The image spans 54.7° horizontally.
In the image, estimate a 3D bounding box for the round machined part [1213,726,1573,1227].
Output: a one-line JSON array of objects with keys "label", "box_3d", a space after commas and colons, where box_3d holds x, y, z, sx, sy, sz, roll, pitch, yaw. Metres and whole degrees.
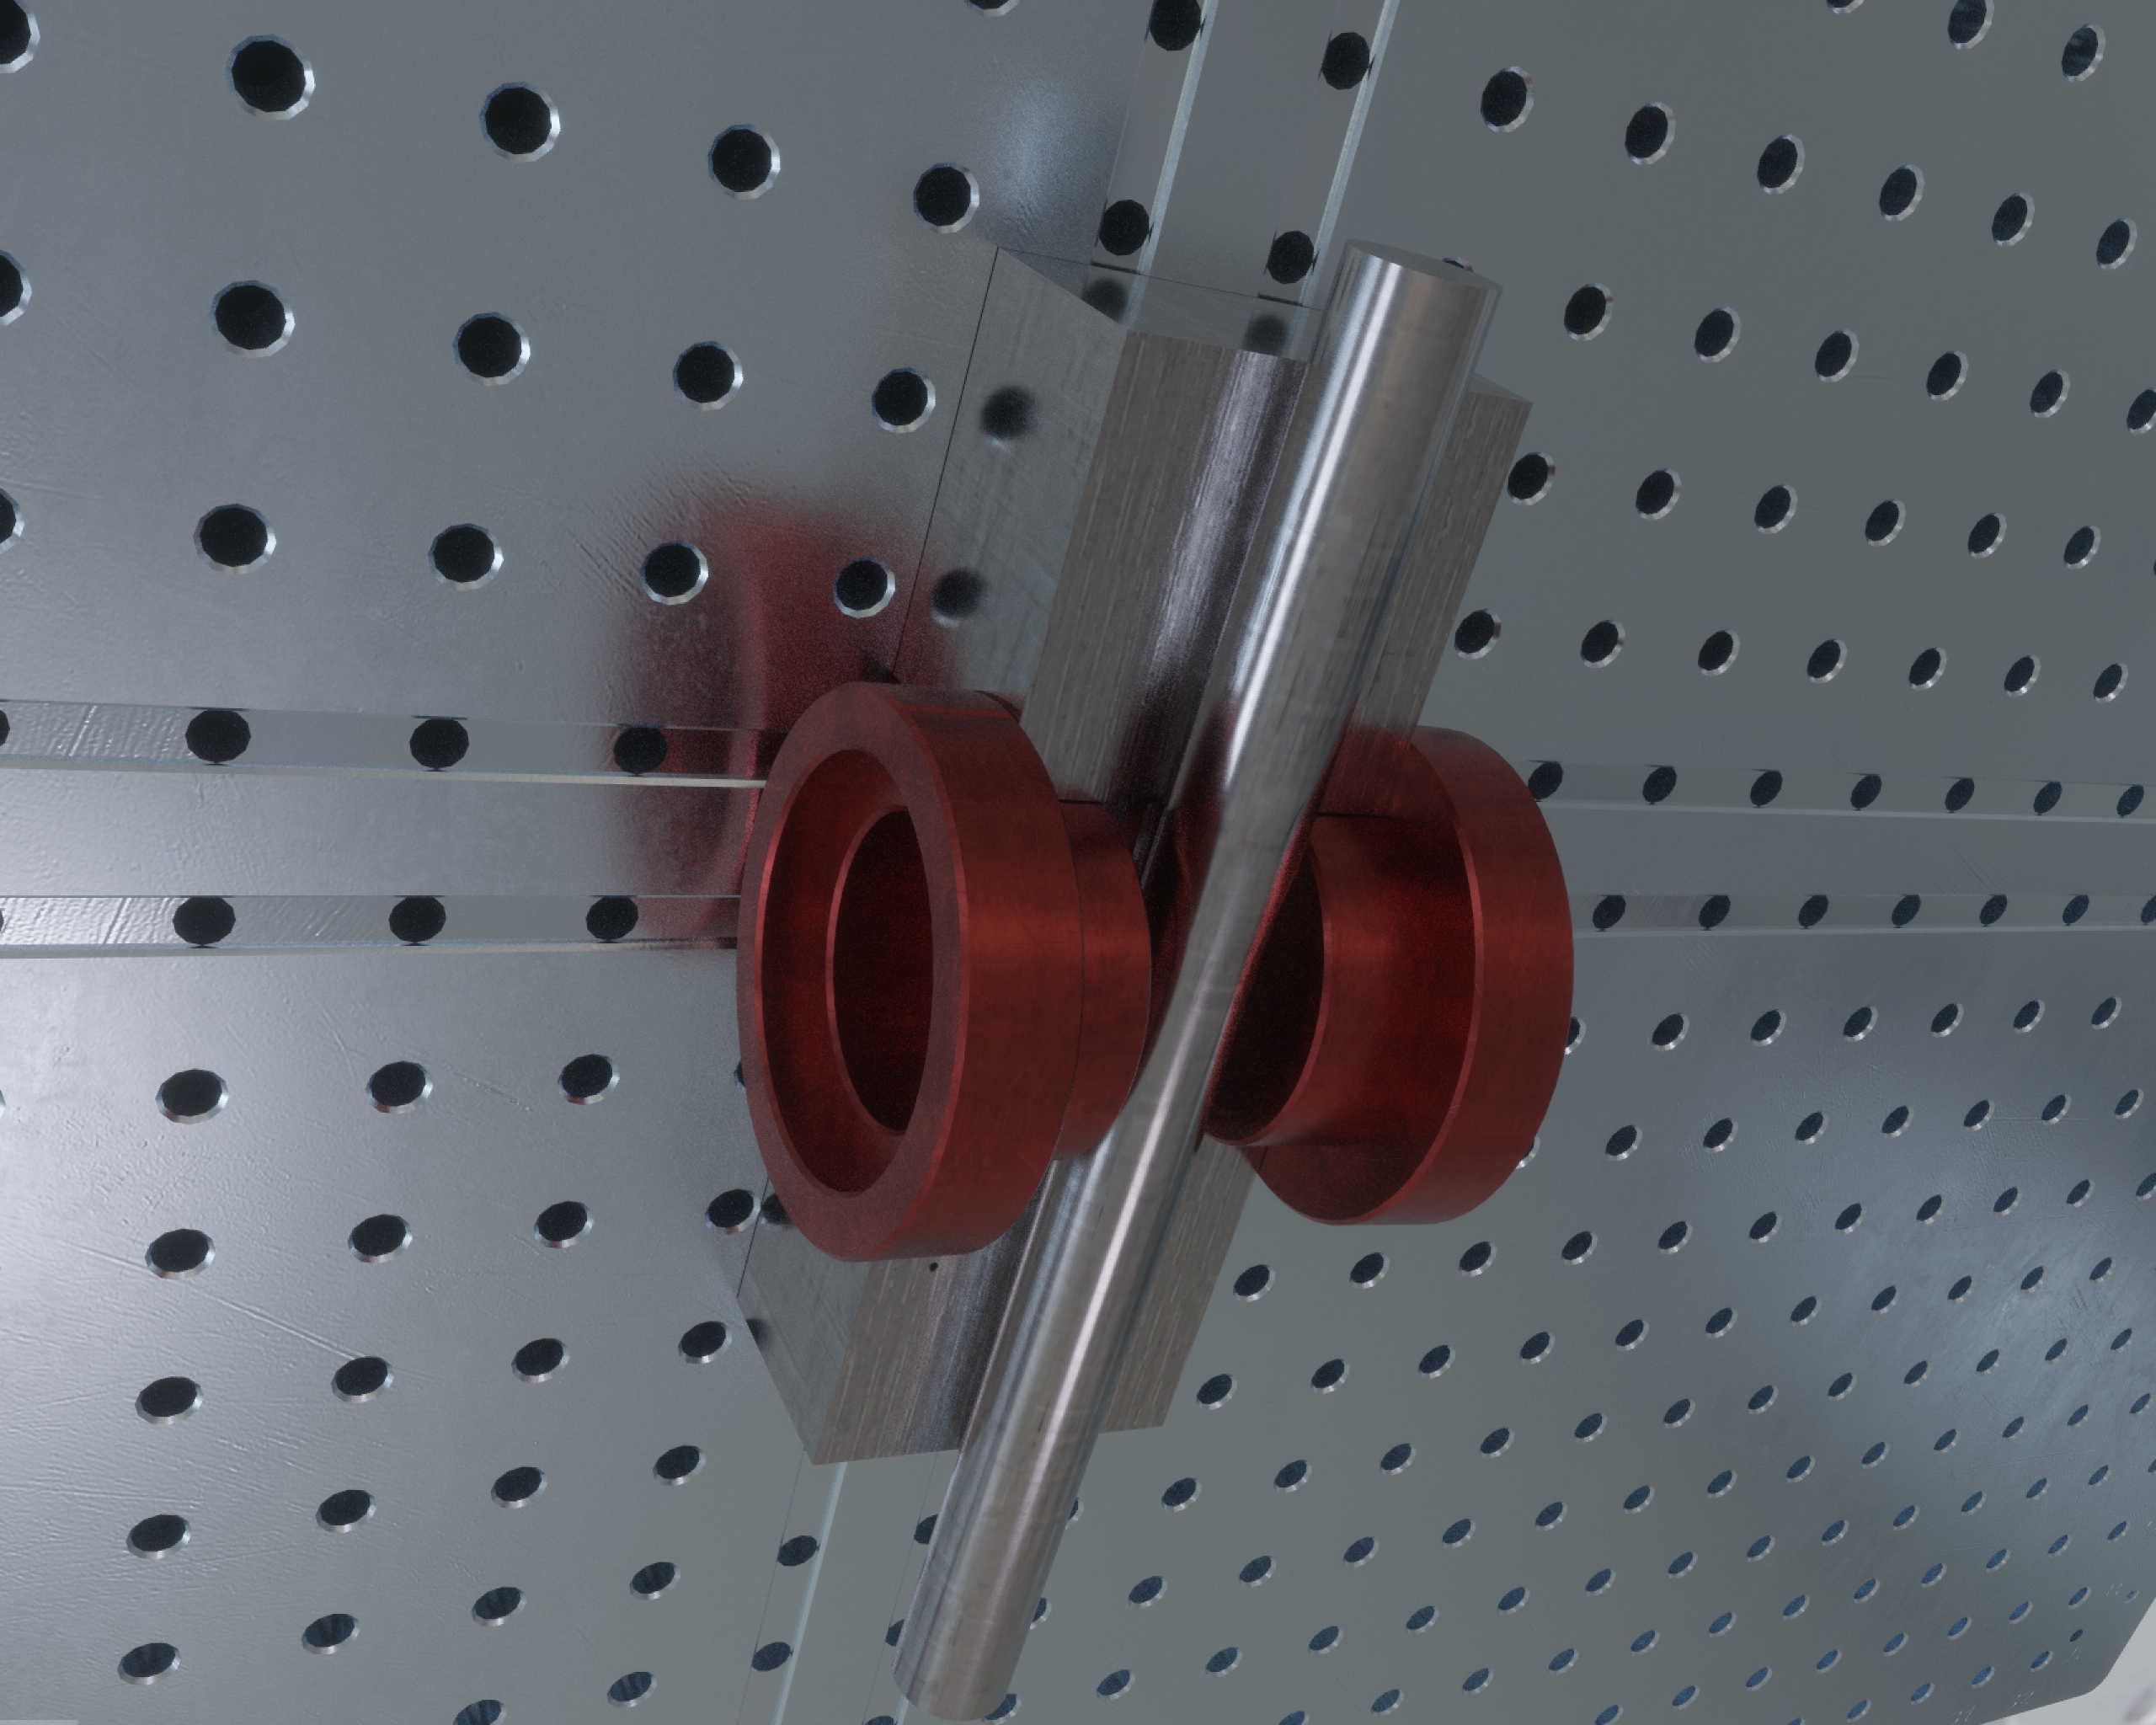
[{"label": "round machined part", "box_3d": [0.048, 0.021, 0.402, 0.042, 0.098, 0.097, 4, 117, -25]}]

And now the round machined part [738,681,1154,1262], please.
[{"label": "round machined part", "box_3d": [-0.022, 0.018, 0.362, 0.042, 0.098, 0.097, 2, 118, -29]}]

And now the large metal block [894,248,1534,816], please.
[{"label": "large metal block", "box_3d": [0.022, -0.057, 0.371, 0.081, 0.050, 0.079, 2, 118, -30]}]

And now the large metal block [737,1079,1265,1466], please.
[{"label": "large metal block", "box_3d": [-0.017, 0.072, 0.430, 0.081, 0.050, 0.079, 3, 117, -30]}]

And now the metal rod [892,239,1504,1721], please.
[{"label": "metal rod", "box_3d": [0.013, 0.039, 0.378, 0.025, 0.025, 0.298, 3, 117, -30]}]
